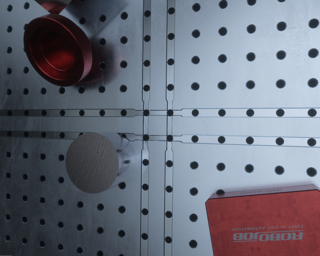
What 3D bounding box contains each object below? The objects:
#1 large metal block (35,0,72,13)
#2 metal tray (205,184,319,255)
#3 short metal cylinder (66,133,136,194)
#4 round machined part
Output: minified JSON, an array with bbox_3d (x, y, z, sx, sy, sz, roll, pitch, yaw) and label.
[{"bbox_3d":[-0.140,-0.213,0.428,0.080,0.050,0.080,-40,40,15],"label":"large metal block"},{"bbox_3d":[0.126,0.120,0.365,0.130,0.030,0.089,-10,87,19],"label":"metal tray"},{"bbox_3d":[-0.081,0.046,0.428,0.080,0.050,0.079,0,90,20],"label":"short metal cylinder"},{"bbox_3d":[-0.138,-0.111,0.437,0.098,0.042,0.097,13,126,18],"label":"round machined part"}]
